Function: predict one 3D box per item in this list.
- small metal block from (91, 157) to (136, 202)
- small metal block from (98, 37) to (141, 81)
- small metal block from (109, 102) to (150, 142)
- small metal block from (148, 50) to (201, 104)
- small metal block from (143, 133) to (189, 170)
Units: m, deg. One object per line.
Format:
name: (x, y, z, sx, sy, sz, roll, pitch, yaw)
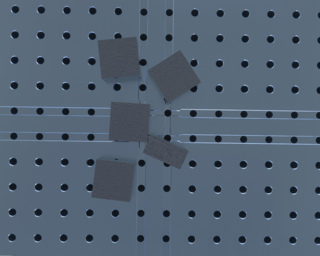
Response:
small metal block: (-0.061, 0.068, 0.413, 0.050, 0.025, 0.050, 7, 90, -1)
small metal block: (-0.053, -0.091, 0.413, 0.050, 0.025, 0.050, -6, 90, -1)
small metal block: (-0.040, -0.008, 0.413, 0.050, 0.025, 0.050, 4, 90, -1)
small metal block: (0.019, -0.067, 0.414, 0.050, 0.025, 0.050, -33, 90, 0)
small metal block: (0.007, 0.029, 0.401, 0.050, 0.050, 0.025, 24, 90, -1)
